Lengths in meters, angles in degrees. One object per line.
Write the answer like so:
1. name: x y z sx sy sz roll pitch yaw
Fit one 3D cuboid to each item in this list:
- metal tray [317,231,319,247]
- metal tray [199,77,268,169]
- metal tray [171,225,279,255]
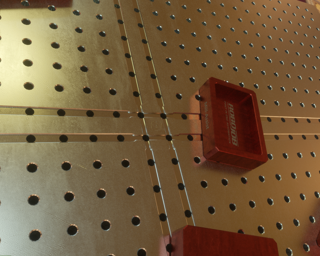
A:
1. metal tray: 0.300 0.158 0.473 0.090 0.030 0.131 47 51 4
2. metal tray: 0.110 -0.009 0.471 0.091 0.030 0.130 14 56 -21
3. metal tray: 0.077 0.166 0.347 0.131 0.030 0.090 15 55 -20
